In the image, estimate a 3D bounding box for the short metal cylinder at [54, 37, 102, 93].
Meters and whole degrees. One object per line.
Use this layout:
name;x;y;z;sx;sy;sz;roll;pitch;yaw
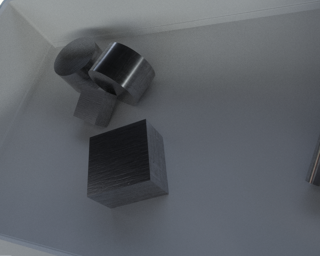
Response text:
short metal cylinder;-0.128;-0.105;0.519;0.080;0.050;0.080;-13;56;20

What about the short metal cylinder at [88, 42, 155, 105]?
short metal cylinder;-0.054;-0.076;0.444;0.080;0.080;0.050;23;74;36

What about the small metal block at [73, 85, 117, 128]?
small metal block;-0.098;-0.033;0.465;0.050;0.025;0.050;20;93;35

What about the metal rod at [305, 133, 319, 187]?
metal rod;0.190;-0.090;0.282;0.025;0.025;0.298;18;96;35

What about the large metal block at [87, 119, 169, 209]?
large metal block;-0.040;0.045;0.381;0.080;0.050;0.080;-18;55;17
